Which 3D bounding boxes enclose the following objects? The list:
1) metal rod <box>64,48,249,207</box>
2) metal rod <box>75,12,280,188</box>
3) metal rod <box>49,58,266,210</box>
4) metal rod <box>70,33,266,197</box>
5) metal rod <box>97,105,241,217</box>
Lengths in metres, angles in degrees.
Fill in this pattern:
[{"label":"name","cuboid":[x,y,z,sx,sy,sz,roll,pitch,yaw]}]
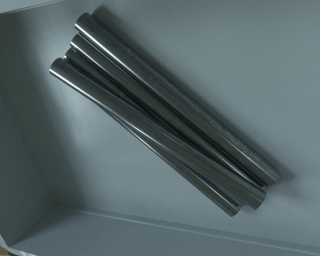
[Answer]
[{"label":"metal rod","cuboid":[-0.002,-0.003,0.407,0.300,0.025,0.025,40,129,1]},{"label":"metal rod","cuboid":[0.020,-0.034,0.375,0.300,0.025,0.025,40,129,1]},{"label":"metal rod","cuboid":[-0.007,0.003,0.380,0.301,0.025,0.025,33,129,6]},{"label":"metal rod","cuboid":[0.011,-0.017,0.391,0.300,0.025,0.025,40,129,1]},{"label":"metal rod","cuboid":[-0.012,0.015,0.422,0.300,0.025,0.025,40,129,1]}]
